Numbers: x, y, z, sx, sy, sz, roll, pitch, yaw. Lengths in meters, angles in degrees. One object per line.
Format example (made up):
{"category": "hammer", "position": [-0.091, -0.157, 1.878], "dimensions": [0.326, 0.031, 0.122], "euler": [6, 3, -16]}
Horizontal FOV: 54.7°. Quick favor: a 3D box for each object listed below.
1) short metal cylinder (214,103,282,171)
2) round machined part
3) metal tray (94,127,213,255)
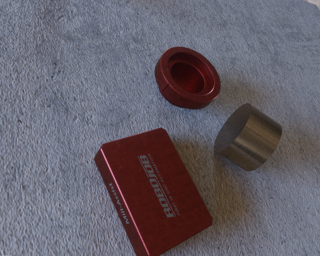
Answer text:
{"category": "short metal cylinder", "position": [0.120, 0.013, 0.427], "dimensions": [0.050, 0.080, 0.080], "euler": [33, 51, -7]}
{"category": "round machined part", "position": [0.036, -0.068, 0.456], "dimensions": [0.099, 0.042, 0.098], "euler": [14, 56, -21]}
{"category": "metal tray", "position": [-0.008, 0.070, 0.355], "dimensions": [0.091, 0.030, 0.130], "euler": [-16, 70, -35]}
